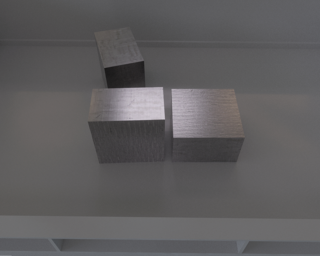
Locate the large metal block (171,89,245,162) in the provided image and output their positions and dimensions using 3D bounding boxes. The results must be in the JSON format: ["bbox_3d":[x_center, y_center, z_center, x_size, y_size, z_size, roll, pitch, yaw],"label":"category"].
[{"bbox_3d":[0.055,-0.004,0.392,0.081,0.050,0.080,0,50,0],"label":"large metal block"}]

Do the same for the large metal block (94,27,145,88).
[{"bbox_3d":[-0.056,-0.083,0.438,0.050,0.080,0.080,-13,51,-11],"label":"large metal block"}]

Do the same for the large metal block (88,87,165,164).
[{"bbox_3d":[-0.036,-0.002,0.370,0.081,0.080,0.050,-2,50,-2],"label":"large metal block"}]
